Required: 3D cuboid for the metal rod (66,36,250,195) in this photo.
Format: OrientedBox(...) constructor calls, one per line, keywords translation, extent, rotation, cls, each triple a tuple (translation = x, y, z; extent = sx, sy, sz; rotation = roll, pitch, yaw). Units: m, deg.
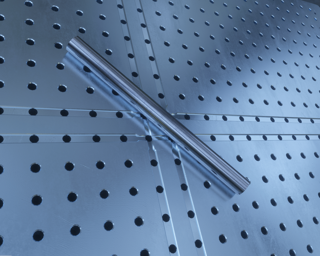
OrientedBox(translation=(-0.002, -0.016, 0.417), extent=(0.300, 0.025, 0.025), rotation=(40, 51, -1), cls="metal rod")
